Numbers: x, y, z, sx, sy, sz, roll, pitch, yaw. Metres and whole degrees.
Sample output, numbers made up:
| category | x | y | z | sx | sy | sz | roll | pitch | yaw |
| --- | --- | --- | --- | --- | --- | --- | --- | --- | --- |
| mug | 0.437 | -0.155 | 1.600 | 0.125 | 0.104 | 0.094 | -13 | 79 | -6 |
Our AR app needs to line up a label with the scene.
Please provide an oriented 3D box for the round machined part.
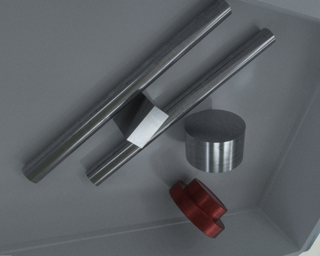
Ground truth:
| category | x | y | z | sx | sy | sz | roll | pitch | yaw |
| --- | --- | --- | --- | --- | --- | --- | --- | --- | --- |
| round machined part | 0.063 | 0.114 | 0.469 | 0.042 | 0.098 | 0.098 | -46 | 130 | 3 |

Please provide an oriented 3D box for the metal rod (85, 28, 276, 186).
| category | x | y | z | sx | sy | sz | roll | pitch | yaw |
| --- | --- | --- | --- | --- | --- | --- | --- | --- | --- |
| metal rod | 0.028 | -0.029 | 0.407 | 0.301 | 0.025 | 0.025 | -39 | 130 | -2 |

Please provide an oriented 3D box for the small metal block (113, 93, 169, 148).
| category | x | y | z | sx | sy | sz | roll | pitch | yaw |
| --- | --- | --- | --- | --- | --- | --- | --- | --- | --- |
| small metal block | -0.024 | -0.012 | 0.373 | 0.025 | 0.050 | 0.050 | 34 | 99 | -39 |

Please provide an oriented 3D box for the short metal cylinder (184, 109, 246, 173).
| category | x | y | z | sx | sy | sz | roll | pitch | yaw |
| --- | --- | --- | --- | --- | --- | --- | --- | --- | --- |
| short metal cylinder | 0.075 | 0.016 | 0.426 | 0.081 | 0.080 | 0.050 | -18 | 126 | -18 |

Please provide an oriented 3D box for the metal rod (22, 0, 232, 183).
| category | x | y | z | sx | sy | sz | roll | pitch | yaw |
| --- | --- | --- | --- | --- | --- | --- | --- | --- | --- |
| metal rod | -0.038 | -0.044 | 0.361 | 0.300 | 0.025 | 0.025 | -41 | 130 | 0 |
